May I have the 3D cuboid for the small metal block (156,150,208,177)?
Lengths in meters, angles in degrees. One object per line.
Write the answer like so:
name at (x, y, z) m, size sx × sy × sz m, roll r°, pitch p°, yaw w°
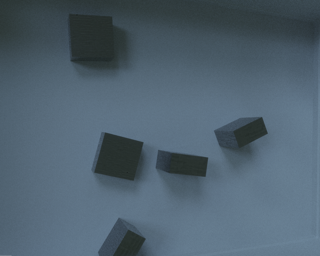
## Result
small metal block at (0.028, 0.046, 0.409) m, size 0.050 × 0.050 × 0.025 m, roll 9°, pitch 87°, yaw -20°

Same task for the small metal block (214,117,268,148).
small metal block at (0.114, 0.006, 0.441) m, size 0.050 × 0.050 × 0.025 m, roll -24°, pitch 98°, yaw -19°

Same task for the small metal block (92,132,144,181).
small metal block at (-0.054, 0.036, 0.391) m, size 0.050 × 0.025 × 0.050 m, roll 16°, pitch 85°, yaw -20°

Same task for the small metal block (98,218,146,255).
small metal block at (-0.048, 0.145, 0.381) m, size 0.025 × 0.050 × 0.050 m, roll 35°, pitch 79°, yaw -17°

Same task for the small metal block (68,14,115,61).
small metal block at (-0.085, -0.109, 0.380) m, size 0.050 × 0.025 × 0.050 m, roll -4°, pitch 92°, yaw -20°
